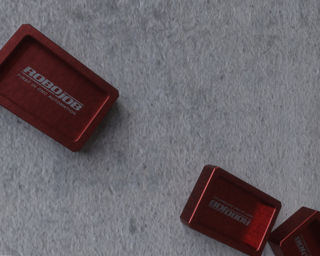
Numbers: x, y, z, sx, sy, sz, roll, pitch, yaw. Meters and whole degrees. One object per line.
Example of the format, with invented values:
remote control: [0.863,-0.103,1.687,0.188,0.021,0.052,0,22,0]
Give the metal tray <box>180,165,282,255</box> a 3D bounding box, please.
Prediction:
metal tray: [0.105,0.120,0.446,0.131,0.030,0.090,30,80,-18]

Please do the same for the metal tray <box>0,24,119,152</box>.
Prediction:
metal tray: [-0.126,-0.043,0.360,0.130,0.030,0.090,37,78,-17]

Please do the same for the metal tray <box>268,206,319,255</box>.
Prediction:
metal tray: [0.238,0.205,0.496,0.091,0.030,0.130,-31,101,-18]
